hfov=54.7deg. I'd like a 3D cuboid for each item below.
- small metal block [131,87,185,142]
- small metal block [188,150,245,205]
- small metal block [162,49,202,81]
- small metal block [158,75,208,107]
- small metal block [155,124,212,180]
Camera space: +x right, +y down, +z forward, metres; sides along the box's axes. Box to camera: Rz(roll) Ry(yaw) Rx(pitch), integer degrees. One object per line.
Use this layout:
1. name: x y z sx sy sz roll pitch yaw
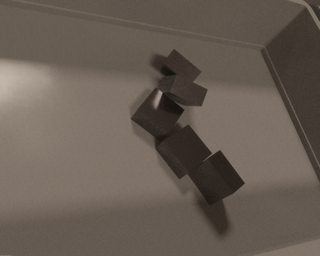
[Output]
1. small metal block: -0.002 -0.019 0.417 0.050 0.025 0.050 38 51 -3
2. small metal block: 0.069 0.063 0.390 0.025 0.050 0.050 -28 77 -38
3. small metal block: 0.031 -0.086 0.458 0.050 0.050 0.025 39 91 -2
4. small metal block: 0.030 -0.051 0.433 0.050 0.050 0.025 21 87 -22
5. small metal block: 0.032 0.031 0.406 0.050 0.025 0.050 -32 80 -38
